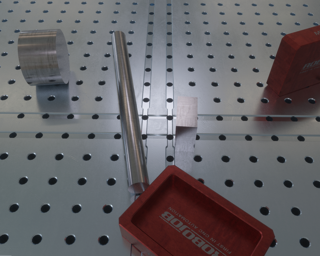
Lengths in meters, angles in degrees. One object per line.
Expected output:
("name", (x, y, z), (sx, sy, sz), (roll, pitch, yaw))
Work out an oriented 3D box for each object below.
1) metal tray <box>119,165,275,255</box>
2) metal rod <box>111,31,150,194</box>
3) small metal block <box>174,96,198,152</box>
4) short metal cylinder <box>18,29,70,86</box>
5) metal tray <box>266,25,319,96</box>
("metal tray", (0.035, 0.106, 0.315), (0.130, 0.030, 0.090), (32, 57, 24))
("metal rod", (-0.048, -0.045, 0.445), (0.025, 0.025, 0.300), (-7, 50, -6))
("small metal block", (0.033, -0.005, 0.396), (0.025, 0.050, 0.050), (4, 50, 3))
("short metal cylinder", (-0.169, -0.104, 0.458), (0.050, 0.080, 0.080), (-4, 50, -4))
("metal tray", (0.229, -0.105, 0.455), (0.131, 0.089, 0.030), (-19, 53, -15))
